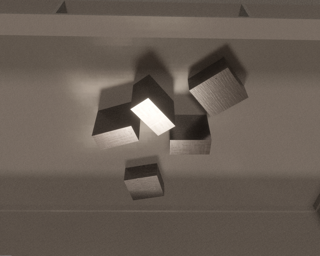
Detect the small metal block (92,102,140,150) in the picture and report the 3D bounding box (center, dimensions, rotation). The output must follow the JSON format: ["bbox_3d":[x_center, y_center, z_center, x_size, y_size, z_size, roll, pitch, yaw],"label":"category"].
[{"bbox_3d":[-0.053,-0.004,0.389,0.050,0.050,0.025,-14,129,11],"label":"small metal block"}]

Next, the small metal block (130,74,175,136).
[{"bbox_3d":[-0.008,-0.028,0.369,0.025,0.050,0.050,-30,124,23],"label":"small metal block"}]

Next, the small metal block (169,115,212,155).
[{"bbox_3d":[0.037,0.008,0.400,0.050,0.050,0.025,0,130,-1],"label":"small metal block"}]

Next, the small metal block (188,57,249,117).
[{"bbox_3d":[0.069,-0.048,0.370,0.050,0.025,0.050,-30,124,22],"label":"small metal block"}]

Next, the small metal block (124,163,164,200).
[{"bbox_3d":[-0.024,0.084,0.480,0.050,0.025,0.050,-10,130,8],"label":"small metal block"}]
